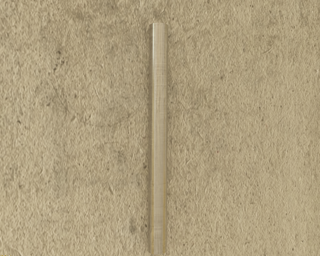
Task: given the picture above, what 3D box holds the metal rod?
[{"bbox_3d":[-0.003,0.014,0.410,0.025,0.025,0.298,0,90,-20],"label":"metal rod"}]
